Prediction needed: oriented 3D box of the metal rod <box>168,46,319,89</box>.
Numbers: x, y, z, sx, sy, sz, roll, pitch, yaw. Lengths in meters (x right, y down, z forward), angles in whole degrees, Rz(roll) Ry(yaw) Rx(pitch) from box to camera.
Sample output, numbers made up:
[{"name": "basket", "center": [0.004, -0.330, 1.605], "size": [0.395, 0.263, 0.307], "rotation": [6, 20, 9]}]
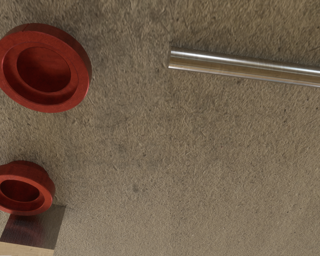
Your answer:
[{"name": "metal rod", "center": [0.159, -0.061, 0.357], "size": [0.302, 0.025, 0.025], "rotation": [6, 130, -6]}]

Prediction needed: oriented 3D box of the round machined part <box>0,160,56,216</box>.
[{"name": "round machined part", "center": [-0.208, 0.086, 0.467], "size": [0.099, 0.042, 0.097], "rotation": [-1, 130, 0]}]

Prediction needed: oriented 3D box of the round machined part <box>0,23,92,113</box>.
[{"name": "round machined part", "center": [-0.124, -0.067, 0.337], "size": [0.099, 0.042, 0.097], "rotation": [-1, 130, 0]}]

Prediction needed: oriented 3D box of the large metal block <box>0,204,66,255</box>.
[{"name": "large metal block", "center": [-0.209, 0.170, 0.513], "size": [0.081, 0.080, 0.050], "rotation": [15, 129, -13]}]
